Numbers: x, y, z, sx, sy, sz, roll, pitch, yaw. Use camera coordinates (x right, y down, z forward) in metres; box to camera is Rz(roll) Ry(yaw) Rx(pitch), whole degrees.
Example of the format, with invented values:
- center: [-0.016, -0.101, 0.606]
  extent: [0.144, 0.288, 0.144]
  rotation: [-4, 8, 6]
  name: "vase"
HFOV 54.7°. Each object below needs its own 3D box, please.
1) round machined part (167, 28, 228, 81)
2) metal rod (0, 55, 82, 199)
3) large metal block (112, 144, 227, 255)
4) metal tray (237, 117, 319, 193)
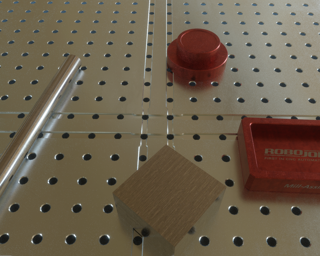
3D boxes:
- center: [0.061, -0.125, 0.502]
  extent: [0.099, 0.042, 0.098]
  rotation: [0, 50, 0]
  name: "round machined part"
- center: [-0.170, 0.005, 0.402]
  extent: [0.025, 0.025, 0.300]
  rotation: [10, 51, 8]
  name: "metal rod"
- center: [0.010, 0.077, 0.327]
  extent: [0.080, 0.050, 0.080]
  rotation: [34, 58, 25]
  name: "large metal block"
- center: [0.167, 0.032, 0.378]
  extent: [0.131, 0.030, 0.090]
  rotation: [2, 50, 2]
  name: "metal tray"
